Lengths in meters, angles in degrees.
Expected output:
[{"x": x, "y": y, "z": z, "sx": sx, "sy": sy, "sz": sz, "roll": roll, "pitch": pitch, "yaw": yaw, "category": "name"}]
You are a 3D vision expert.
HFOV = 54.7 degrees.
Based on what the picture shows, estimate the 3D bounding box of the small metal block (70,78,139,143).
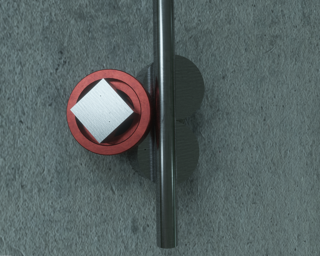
[{"x": -0.061, "y": -0.018, "z": 0.345, "sx": 0.050, "sy": 0.025, "sz": 0.050, "roll": -43, "pitch": 82, "yaw": 4, "category": "small metal block"}]

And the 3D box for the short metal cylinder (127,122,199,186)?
[{"x": 0.003, "y": 0.030, "z": 0.398, "sx": 0.081, "sy": 0.050, "sz": 0.080, "roll": 0, "pitch": 89, "yaw": -20, "category": "short metal cylinder"}]

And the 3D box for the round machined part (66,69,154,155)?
[{"x": -0.055, "y": -0.017, "z": 0.367, "sx": 0.098, "sy": 0.042, "sz": 0.097, "roll": 0, "pitch": 88, "yaw": 9, "category": "round machined part"}]

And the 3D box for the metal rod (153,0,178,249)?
[{"x": 0.006, "y": -0.014, "z": 0.360, "sx": 0.025, "sy": 0.025, "sz": 0.298, "roll": -1, "pitch": 90, "yaw": -20, "category": "metal rod"}]

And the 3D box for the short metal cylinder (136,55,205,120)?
[{"x": 0.010, "y": -0.050, "z": 0.401, "sx": 0.081, "sy": 0.050, "sz": 0.079, "roll": 0, "pitch": 90, "yaw": -20, "category": "short metal cylinder"}]
